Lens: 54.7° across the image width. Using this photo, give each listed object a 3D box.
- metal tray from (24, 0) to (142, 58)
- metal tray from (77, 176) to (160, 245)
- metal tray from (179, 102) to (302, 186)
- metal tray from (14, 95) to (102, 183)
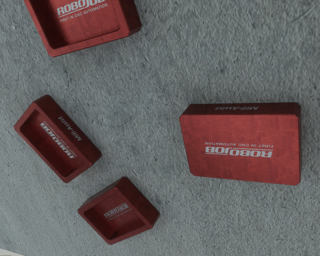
[{"bbox_3d":[-0.095,-0.142,0.365,0.130,0.030,0.090,-5,116,30],"label":"metal tray"},{"bbox_3d":[-0.074,0.146,0.532,0.090,0.030,0.129,49,129,-7],"label":"metal tray"},{"bbox_3d":[0.094,0.017,0.365,0.130,0.030,0.089,1,119,27],"label":"metal tray"},{"bbox_3d":[-0.168,0.021,0.504,0.130,0.030,0.090,49,129,-7],"label":"metal tray"}]
